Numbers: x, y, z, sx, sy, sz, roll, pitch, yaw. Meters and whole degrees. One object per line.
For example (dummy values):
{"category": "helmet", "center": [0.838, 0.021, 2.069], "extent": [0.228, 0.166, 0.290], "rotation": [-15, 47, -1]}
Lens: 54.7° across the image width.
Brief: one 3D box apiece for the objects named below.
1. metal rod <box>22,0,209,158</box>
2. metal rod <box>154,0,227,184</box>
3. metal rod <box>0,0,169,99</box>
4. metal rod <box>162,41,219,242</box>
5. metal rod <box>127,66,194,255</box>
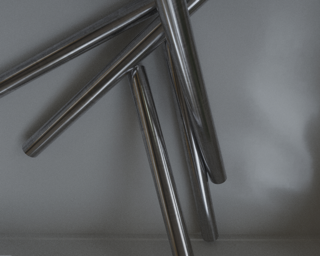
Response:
{"category": "metal rod", "center": [-0.064, -0.059, 0.374], "extent": [0.299, 0.025, 0.025], "rotation": [-39, 106, 18]}
{"category": "metal rod", "center": [0.041, -0.030, 0.337], "extent": [0.025, 0.025, 0.299], "rotation": [-17, 134, 6]}
{"category": "metal rod", "center": [-0.117, -0.092, 0.375], "extent": [0.301, 0.025, 0.025], "rotation": [-26, 108, 8]}
{"category": "metal rod", "center": [0.045, 0.029, 0.422], "extent": [0.025, 0.025, 0.298], "rotation": [-12, 110, 4]}
{"category": "metal rod", "center": [0.007, 0.071, 0.374], "extent": [0.025, 0.025, 0.298], "rotation": [-15, 86, 5]}
